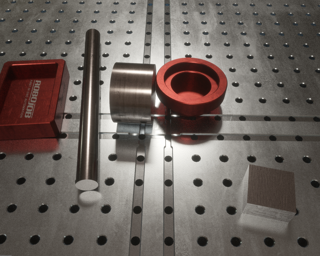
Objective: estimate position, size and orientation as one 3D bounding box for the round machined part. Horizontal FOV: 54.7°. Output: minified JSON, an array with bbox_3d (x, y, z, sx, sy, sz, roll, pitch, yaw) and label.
[{"bbox_3d":[0.043,-0.054,0.442,0.099,0.042,0.098,1,50,-1],"label":"round machined part"}]

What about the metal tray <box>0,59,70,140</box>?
[{"bbox_3d":[-0.184,-0.044,0.439,0.091,0.030,0.130,-3,50,-3],"label":"metal tray"}]

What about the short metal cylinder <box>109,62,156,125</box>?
[{"bbox_3d":[-0.033,-0.045,0.410,0.050,0.080,0.080,3,50,3],"label":"short metal cylinder"}]

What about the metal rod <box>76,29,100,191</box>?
[{"bbox_3d":[-0.100,-0.049,0.447,0.025,0.025,0.300,-5,50,-5],"label":"metal rod"}]

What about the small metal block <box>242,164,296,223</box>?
[{"bbox_3d":[0.122,0.073,0.348,0.050,0.025,0.050,10,51,8],"label":"small metal block"}]
